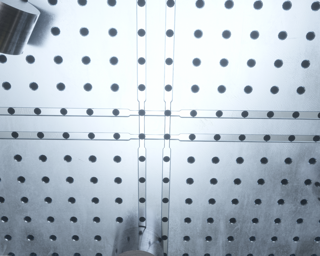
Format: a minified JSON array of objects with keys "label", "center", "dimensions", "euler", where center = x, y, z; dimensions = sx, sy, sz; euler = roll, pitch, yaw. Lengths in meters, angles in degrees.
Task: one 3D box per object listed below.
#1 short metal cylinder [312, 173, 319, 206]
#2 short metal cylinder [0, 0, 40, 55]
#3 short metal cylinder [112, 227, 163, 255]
[{"label":"short metal cylinder","center":[0.268,0.096,0.439],"dimensions":[0.081,0.050,0.079],"euler":[0,110,-1]},{"label":"short metal cylinder","center":[-0.180,-0.122,0.337],"dimensions":[0.080,0.080,0.050],"euler":[29,108,-11]},{"label":"short metal cylinder","center":[-0.034,0.201,0.474],"dimensions":[0.081,0.050,0.079],"euler":[0,110,-1]}]
